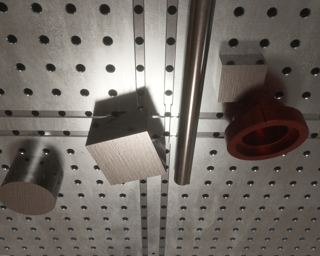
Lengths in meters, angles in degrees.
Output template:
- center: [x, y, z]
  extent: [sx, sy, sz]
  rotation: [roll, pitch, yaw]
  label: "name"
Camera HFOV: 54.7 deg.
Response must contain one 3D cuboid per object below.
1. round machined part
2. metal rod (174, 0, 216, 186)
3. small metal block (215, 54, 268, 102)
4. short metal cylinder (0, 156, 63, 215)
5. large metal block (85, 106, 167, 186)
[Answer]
- center: [0.130, 0.000, 0.391]
  extent: [0.099, 0.042, 0.098]
  rotation: [-4, 147, -2]
  label: "round machined part"
- center: [0.039, -0.034, 0.383]
  extent: [0.025, 0.025, 0.298]
  rotation: [1, 130, -2]
  label: "metal rod"
- center: [0.094, -0.058, 0.364]
  extent: [0.050, 0.025, 0.050]
  rotation: [-1, 130, 0]
  label: "small metal block"
- center: [-0.192, 0.087, 0.467]
  extent: [0.081, 0.050, 0.079]
  rotation: [-1, 130, 0]
  label: "short metal cylinder"
- center: [-0.042, 0.026, 0.417]
  extent: [0.080, 0.050, 0.080]
  rotation: [-14, 129, 11]
  label: "large metal block"
